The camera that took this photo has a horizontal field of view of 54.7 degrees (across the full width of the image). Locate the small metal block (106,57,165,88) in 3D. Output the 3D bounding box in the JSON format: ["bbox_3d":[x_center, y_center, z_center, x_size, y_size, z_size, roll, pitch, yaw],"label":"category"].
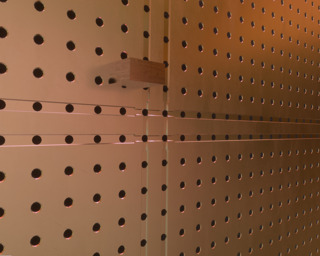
[{"bbox_3d":[-0.029,-0.064,0.370,0.050,0.050,0.025,1,90,-40],"label":"small metal block"}]
